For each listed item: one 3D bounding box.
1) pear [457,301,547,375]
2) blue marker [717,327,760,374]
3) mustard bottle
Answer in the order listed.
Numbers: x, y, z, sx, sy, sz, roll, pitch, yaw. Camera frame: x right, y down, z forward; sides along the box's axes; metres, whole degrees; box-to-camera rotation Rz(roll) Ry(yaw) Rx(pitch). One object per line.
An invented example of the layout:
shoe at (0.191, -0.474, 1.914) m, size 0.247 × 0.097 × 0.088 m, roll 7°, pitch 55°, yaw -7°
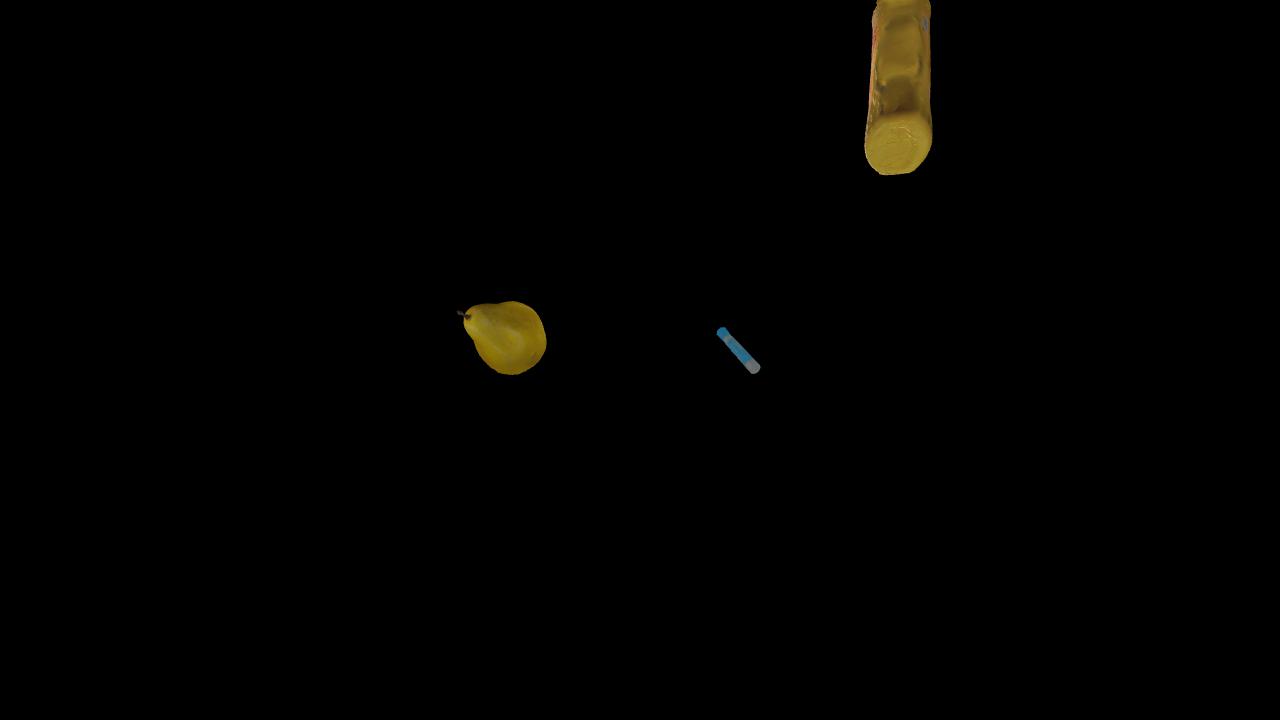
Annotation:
pear at (-0.152, -0.032, 0.640) m, size 0.080 × 0.080 × 0.111 m, roll 0°, pitch -25°, yaw 40°
blue marker at (0.157, -0.018, 0.994) m, size 0.020 × 0.020 × 0.121 m, roll 0°, pitch 32°, yaw -25°
mustard bottle at (0.231, -0.267, 0.546) m, size 0.054 × 0.184 × 0.092 m, roll 0°, pitch -16°, yaw 28°
